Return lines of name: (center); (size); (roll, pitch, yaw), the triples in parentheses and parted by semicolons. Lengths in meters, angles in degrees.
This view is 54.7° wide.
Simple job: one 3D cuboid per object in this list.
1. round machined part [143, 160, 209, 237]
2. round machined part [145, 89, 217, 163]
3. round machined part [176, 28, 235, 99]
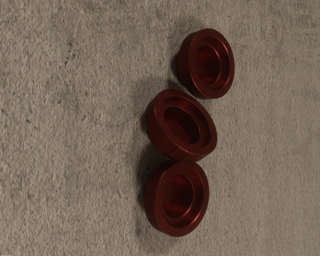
round machined part: (0.017, 0.089, 0.410); (0.099, 0.042, 0.097); (0, 90, -40)
round machined part: (0.022, 0.001, 0.396); (0.099, 0.042, 0.098); (23, 46, -25)
round machined part: (0.061, -0.090, 0.447); (0.099, 0.042, 0.097); (0, 90, -40)
